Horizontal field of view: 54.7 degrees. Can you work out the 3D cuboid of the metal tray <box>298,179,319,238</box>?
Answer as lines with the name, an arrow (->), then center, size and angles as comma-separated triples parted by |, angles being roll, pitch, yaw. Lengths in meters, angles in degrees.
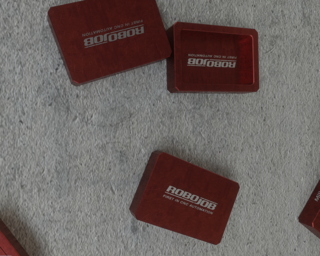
metal tray -> 0.299, 0.126, 0.517 | 0.090, 0.030, 0.130 | 39, 78, -16

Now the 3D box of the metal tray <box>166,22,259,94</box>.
metal tray -> 0.075, -0.094, 0.433 | 0.131, 0.030, 0.089 | -2, 91, -20

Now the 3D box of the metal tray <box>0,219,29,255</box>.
metal tray -> -0.213, 0.166, 0.327 | 0.131, 0.030, 0.090 | -34, 101, -17

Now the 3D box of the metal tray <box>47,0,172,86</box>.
metal tray -> -0.059, -0.113, 0.384 | 0.131, 0.030, 0.090 | -21, 97, -19

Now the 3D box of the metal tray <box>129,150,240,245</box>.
metal tray -> 0.036, 0.095, 0.420 | 0.131, 0.030, 0.090 | 24, 82, -19
